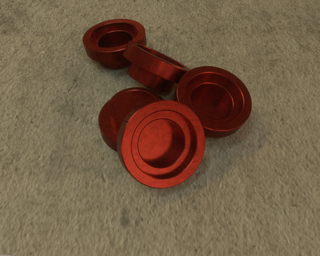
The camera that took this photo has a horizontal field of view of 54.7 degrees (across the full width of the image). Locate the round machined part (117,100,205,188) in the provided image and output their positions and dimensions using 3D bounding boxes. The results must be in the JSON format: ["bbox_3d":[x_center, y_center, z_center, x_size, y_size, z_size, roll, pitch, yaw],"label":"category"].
[{"bbox_3d":[-0.001,0.016,0.356,0.099,0.097,0.042,-21,13,-17],"label":"round machined part"}]

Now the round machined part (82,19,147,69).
[{"bbox_3d":[-0.070,-0.132,0.498,0.099,0.042,0.098,-3,47,4],"label":"round machined part"}]

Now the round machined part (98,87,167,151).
[{"bbox_3d":[-0.031,-0.016,0.405,0.099,0.042,0.098,0,50,0],"label":"round machined part"}]

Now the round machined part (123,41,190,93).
[{"bbox_3d":[-0.007,-0.083,0.441,0.098,0.042,0.098,24,17,-7],"label":"round machined part"}]

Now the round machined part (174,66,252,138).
[{"bbox_3d":[0.066,-0.030,0.408,0.099,0.042,0.098,5,62,-9],"label":"round machined part"}]
